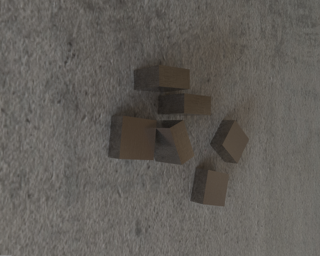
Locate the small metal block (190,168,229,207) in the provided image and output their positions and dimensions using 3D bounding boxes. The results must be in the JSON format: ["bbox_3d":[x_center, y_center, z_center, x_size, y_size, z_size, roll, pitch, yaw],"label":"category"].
[{"bbox_3d":[0.076,0.091,0.472,0.050,0.025,0.050,17,79,-39],"label":"small metal block"}]

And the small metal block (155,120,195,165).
[{"bbox_3d":[0.012,0.018,0.400,0.025,0.050,0.050,-30,109,-37],"label":"small metal block"}]

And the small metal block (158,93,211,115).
[{"bbox_3d":[0.033,-0.030,0.418,0.050,0.050,0.025,1,89,-40],"label":"small metal block"}]

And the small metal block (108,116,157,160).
[{"bbox_3d":[-0.033,0.013,0.379,0.050,0.025,0.050,7,85,-40],"label":"small metal block"}]

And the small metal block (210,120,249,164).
[{"bbox_3d":[0.114,0.022,0.503,0.050,0.025,0.050,47,62,-30],"label":"small metal block"}]

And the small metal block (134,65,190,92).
[{"bbox_3d":[0.002,-0.061,0.392,0.050,0.050,0.025,-1,91,-40],"label":"small metal block"}]
